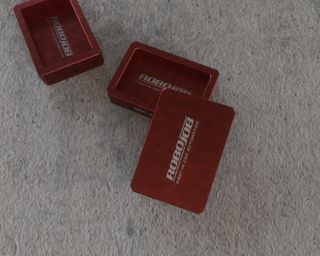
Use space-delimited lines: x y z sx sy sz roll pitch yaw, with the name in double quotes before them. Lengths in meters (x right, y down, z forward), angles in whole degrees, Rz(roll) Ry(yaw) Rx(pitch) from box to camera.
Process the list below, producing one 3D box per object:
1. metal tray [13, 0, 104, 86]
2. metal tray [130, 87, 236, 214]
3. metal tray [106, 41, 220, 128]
"metal tray" -0.148 -0.136 0.453 0.091 0.030 0.130 -24 72 -9
"metal tray" 0.028 0.026 0.375 0.090 0.030 0.129 18 89 6
"metal tray" 0.005 -0.057 0.425 0.130 0.030 0.090 22 71 7
